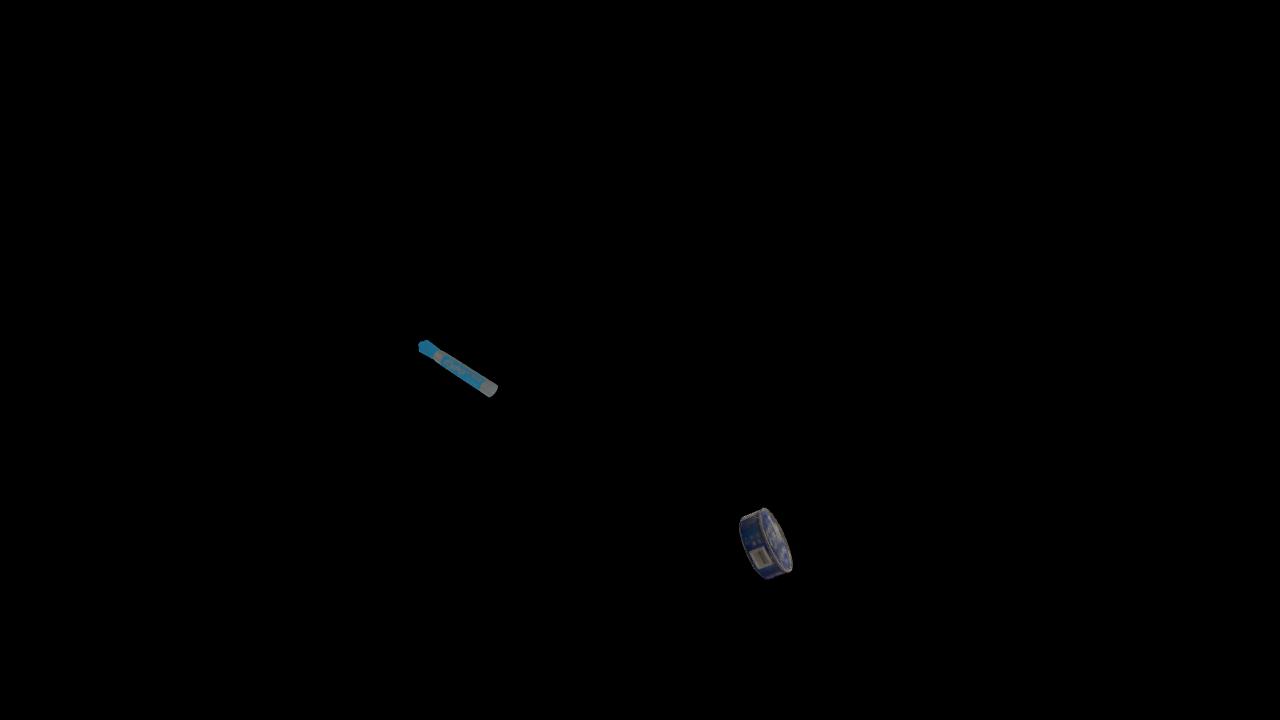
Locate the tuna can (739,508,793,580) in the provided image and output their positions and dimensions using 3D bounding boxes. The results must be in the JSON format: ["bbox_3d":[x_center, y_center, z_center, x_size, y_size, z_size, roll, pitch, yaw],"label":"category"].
[{"bbox_3d":[0.161,0.235,0.786,0.034,0.084,0.084,-29,-11,20],"label":"tuna can"}]

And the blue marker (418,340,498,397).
[{"bbox_3d":[-0.236,0.009,0.789,0.121,0.020,0.020,31,7,12],"label":"blue marker"}]
